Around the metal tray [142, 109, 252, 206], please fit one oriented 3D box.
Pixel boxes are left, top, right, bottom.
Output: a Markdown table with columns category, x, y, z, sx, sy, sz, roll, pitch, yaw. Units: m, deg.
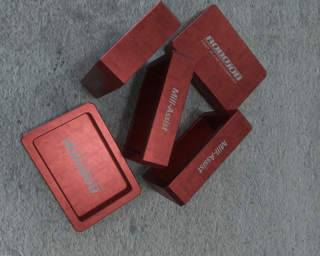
| category | x | y | z | sx | sy | sz | roll | pitch | yaw |
| --- | --- | --- | --- | --- | --- | --- | --- | --- | --- |
| metal tray | 0.044 | 0.032 | 0.393 | 0.130 | 0.090 | 0.030 | -45 | 105 | -15 |

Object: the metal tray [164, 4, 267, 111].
| category | x | y | z | sx | sy | sz | roll | pitch | yaw |
| --- | --- | --- | --- | --- | --- | --- | --- | --- | --- |
| metal tray | 0.081 | -0.094 | 0.439 | 0.090 | 0.030 | 0.130 | -46 | 105 | -14 |

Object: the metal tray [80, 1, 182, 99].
| category | x | y | z | sx | sy | sz | roll | pitch | yaw |
| --- | --- | --- | --- | --- | --- | --- | --- | --- | --- |
| metal tray | -0.039 | -0.079 | 0.341 | 0.030 | 0.130 | 0.090 | 46 | 75 | -15 |

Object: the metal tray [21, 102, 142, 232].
| category | x | y | z | sx | sy | sz | roll | pitch | yaw |
| --- | --- | --- | --- | --- | --- | --- | --- | --- | --- |
| metal tray | -0.092 | 0.045 | 0.374 | 0.091 | 0.030 | 0.129 | -30 | 100 | -18 |

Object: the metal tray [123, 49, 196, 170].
| category | x | y | z | sx | sy | sz | roll | pitch | yaw |
| --- | --- | --- | --- | --- | --- | --- | --- | --- | --- |
| metal tray | -0.005 | -0.020 | 0.374 | 0.030 | 0.090 | 0.129 | 18 | 84 | -20 |
